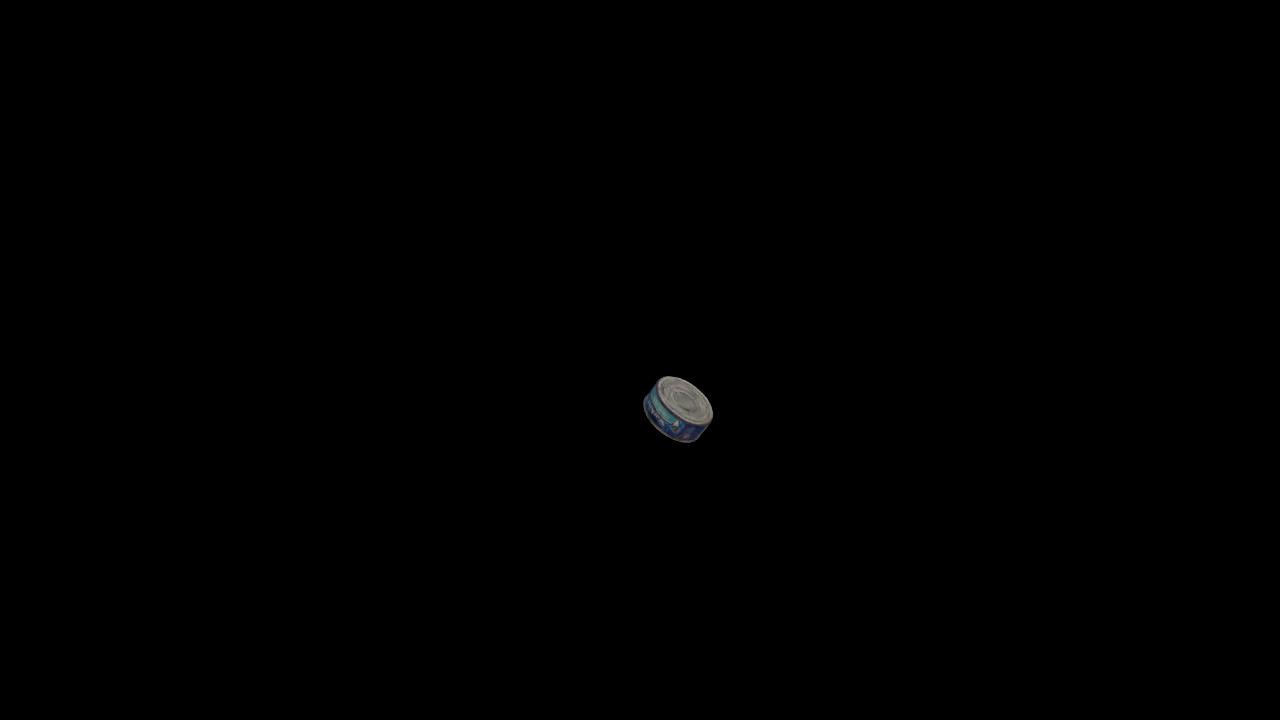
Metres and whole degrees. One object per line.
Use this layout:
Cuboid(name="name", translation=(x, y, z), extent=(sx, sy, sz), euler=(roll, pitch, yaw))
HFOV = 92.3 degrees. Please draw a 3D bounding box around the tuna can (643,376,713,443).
Cuboid(name="tuna can", translation=(0.048, 0.060, 0.758), extent=(0.084, 0.084, 0.034), euler=(0, -44, -43))
